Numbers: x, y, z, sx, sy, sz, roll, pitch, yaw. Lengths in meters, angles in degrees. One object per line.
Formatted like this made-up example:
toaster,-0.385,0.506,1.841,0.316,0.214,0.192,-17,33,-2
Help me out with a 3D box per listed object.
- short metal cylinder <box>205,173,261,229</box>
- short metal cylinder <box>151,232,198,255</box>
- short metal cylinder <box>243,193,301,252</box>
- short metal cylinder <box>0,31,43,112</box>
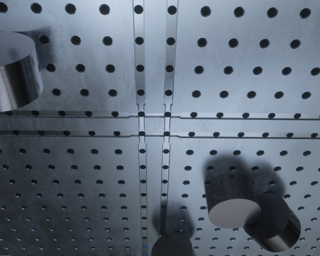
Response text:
short metal cylinder,0.115,0.118,0.497,0.081,0.050,0.079,0,130,0
short metal cylinder,0.029,0.246,0.586,0.080,0.080,0.050,-15,129,12
short metal cylinder,0.183,0.156,0.511,0.080,0.080,0.050,-29,125,22
short metal cylinder,-0.168,-0.060,0.322,0.081,0.080,0.050,3,130,-3
